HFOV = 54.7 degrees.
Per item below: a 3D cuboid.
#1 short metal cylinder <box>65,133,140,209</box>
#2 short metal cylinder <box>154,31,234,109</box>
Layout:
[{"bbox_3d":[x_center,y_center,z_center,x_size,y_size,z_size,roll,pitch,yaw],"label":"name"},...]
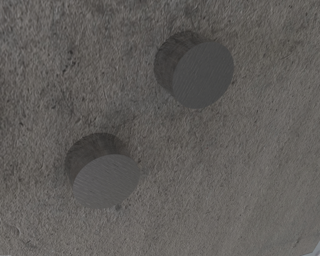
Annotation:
[{"bbox_3d":[-0.072,0.053,0.384,0.081,0.050,0.079,-14,124,-21],"label":"short metal cylinder"},{"bbox_3d":[0.040,-0.069,0.369,0.081,0.050,0.079,-14,124,-21],"label":"short metal cylinder"}]
